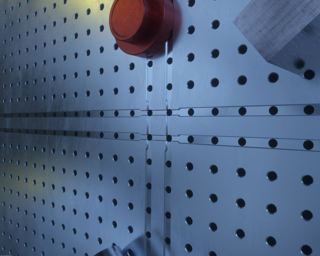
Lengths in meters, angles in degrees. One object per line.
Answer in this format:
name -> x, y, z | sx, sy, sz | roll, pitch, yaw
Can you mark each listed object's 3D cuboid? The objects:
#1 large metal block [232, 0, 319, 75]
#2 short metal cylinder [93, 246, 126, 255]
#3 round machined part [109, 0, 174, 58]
large metal block -> 0.125, -0.098, 0.271 | 0.080, 0.081, 0.050 | -46, 63, 30
short metal cylinder -> -0.077, 0.214, 0.437 | 0.050, 0.081, 0.080 | 47, 118, 29
round machined part -> -0.032, -0.149, 0.425 | 0.098, 0.042, 0.097 | 0, 90, 40
